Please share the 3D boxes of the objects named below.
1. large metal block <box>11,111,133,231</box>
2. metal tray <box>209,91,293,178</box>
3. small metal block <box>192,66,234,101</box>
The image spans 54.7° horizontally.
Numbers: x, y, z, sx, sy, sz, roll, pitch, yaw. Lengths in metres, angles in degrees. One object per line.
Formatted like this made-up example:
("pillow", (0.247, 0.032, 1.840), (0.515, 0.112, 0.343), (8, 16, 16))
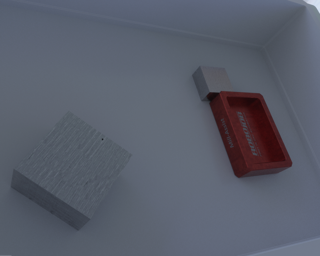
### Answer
("large metal block", (-0.088, 0.043, 0.316), (0.080, 0.050, 0.080), (36, 51, -5))
("metal tray", (0.138, 0.007, 0.474), (0.091, 0.030, 0.130), (-1, 62, -29))
("small metal block", (0.086, -0.070, 0.497), (0.050, 0.025, 0.050), (-1, 62, -29))
